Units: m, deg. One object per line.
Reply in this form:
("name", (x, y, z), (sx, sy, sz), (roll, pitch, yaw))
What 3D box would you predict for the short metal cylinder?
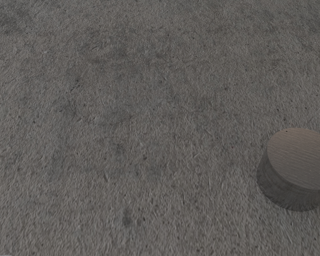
("short metal cylinder", (0.155, 0.046, 0.349), (0.080, 0.050, 0.080), (0, 50, 0))
